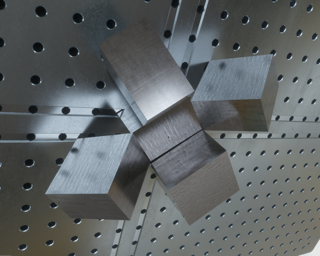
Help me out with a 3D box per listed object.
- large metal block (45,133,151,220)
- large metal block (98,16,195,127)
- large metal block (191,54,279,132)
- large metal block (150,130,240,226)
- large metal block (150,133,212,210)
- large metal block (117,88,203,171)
[{"bbox_3d":[-0.067,0.055,0.353,0.080,0.080,0.050,-6,133,25],"label":"large metal block"},{"bbox_3d":[-0.015,-0.051,0.315,0.050,0.080,0.080,-33,90,-7],"label":"large metal block"},{"bbox_3d":[0.094,-0.042,0.380,0.080,0.080,0.050,-63,140,-36],"label":"large metal block"},{"bbox_3d":[0.046,0.063,0.392,0.080,0.050,0.080,-33,130,-8],"label":"large metal block"},{"bbox_3d":[0.034,0.057,0.447,0.080,0.050,0.080,-33,128,-8],"label":"large metal block"},{"bbox_3d":[0.005,0.000,0.397,0.080,0.050,0.080,-33,129,-7],"label":"large metal block"}]
